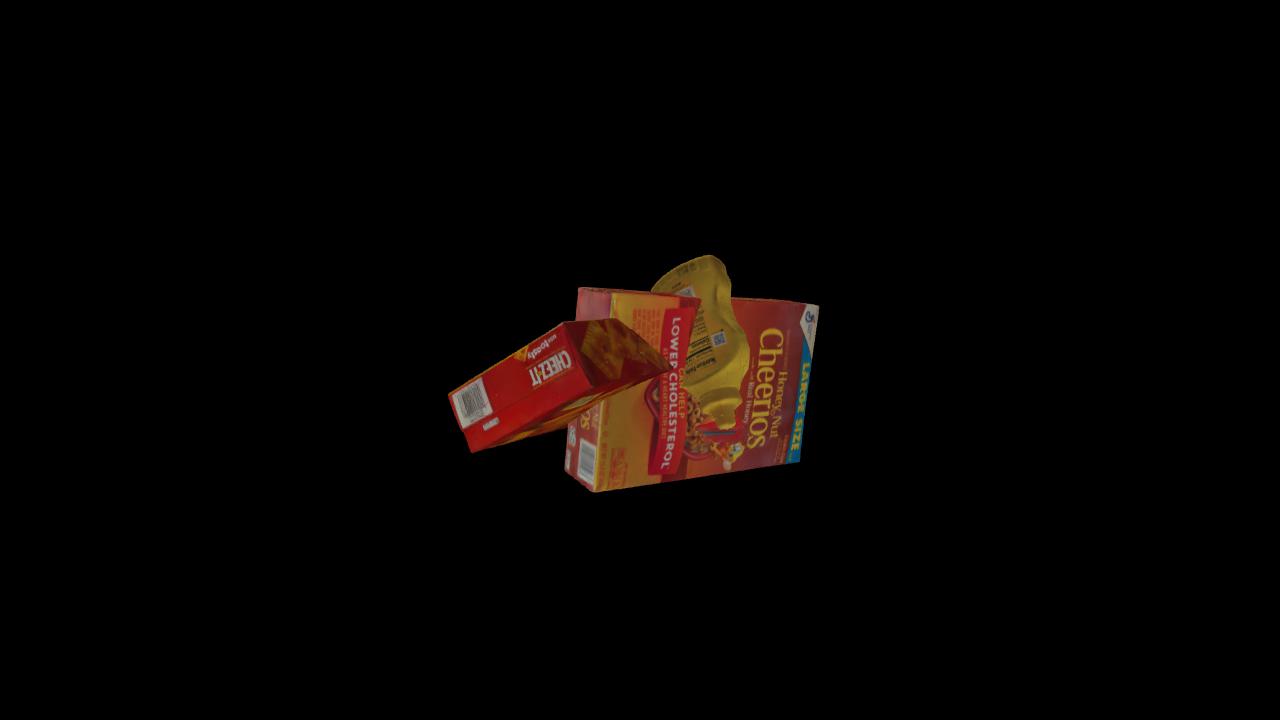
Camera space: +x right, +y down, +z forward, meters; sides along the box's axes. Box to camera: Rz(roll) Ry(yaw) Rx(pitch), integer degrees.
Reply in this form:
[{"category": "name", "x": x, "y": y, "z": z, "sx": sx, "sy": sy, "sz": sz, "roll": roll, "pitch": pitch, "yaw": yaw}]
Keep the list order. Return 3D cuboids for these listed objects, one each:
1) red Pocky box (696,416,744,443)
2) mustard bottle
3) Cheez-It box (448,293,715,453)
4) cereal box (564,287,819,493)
[{"category": "red Pocky box", "x": 0.032, "y": 0.056, "z": 0.685, "sx": 0.155, "sy": 0.028, "sz": 0.083, "roll": 1, "pitch": 38, "yaw": -21}, {"category": "mustard bottle", "x": 0.068, "y": -0.013, "z": 0.647, "sx": 0.092, "sy": 0.184, "sz": 0.054, "roll": -26, "pitch": -28, "yaw": 25}, {"category": "Cheez-It box", "x": -0.056, "y": 0.019, "z": 0.639, "sx": 0.166, "sy": 0.071, "sz": 0.223, "roll": -29, "pitch": -10, "yaw": 30}, {"category": "cereal box", "x": 0.070, "y": 0.027, "z": 0.700, "sx": 0.306, "sy": 0.203, "sz": 0.081, "roll": 0, "pitch": 10, "yaw": -34}]
